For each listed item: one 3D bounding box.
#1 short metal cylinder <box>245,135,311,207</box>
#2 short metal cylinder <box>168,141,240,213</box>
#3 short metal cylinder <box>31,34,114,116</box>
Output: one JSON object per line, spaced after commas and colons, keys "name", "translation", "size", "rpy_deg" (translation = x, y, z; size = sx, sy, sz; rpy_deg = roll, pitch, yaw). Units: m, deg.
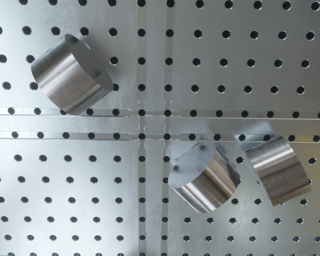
{"name": "short metal cylinder", "translation": [0.152, 0.056, 0.407], "size": [0.050, 0.080, 0.080], "rpy_deg": [-26, 108, 9]}
{"name": "short metal cylinder", "translation": [0.057, 0.064, 0.408], "size": [0.080, 0.080, 0.050], "rpy_deg": [-41, 106, 13]}
{"name": "short metal cylinder", "translation": [-0.100, -0.061, 0.360], "size": [0.050, 0.080, 0.080], "rpy_deg": [-35, 107, 12]}
